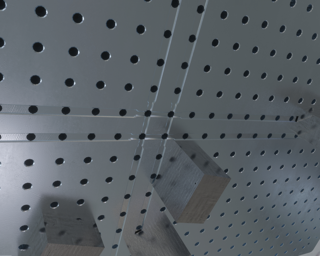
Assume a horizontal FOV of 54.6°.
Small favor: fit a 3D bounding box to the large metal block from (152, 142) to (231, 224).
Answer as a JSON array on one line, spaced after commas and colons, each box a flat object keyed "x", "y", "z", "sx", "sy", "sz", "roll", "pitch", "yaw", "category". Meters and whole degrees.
[{"x": 0.042, "y": 0.078, "z": 0.446, "sx": 0.050, "sy": 0.080, "sz": 0.080, "roll": 15, "pitch": 111, "yaw": -34, "category": "large metal block"}]

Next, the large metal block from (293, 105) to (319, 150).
[{"x": 0.297, "y": 0.000, "z": 0.537, "sx": 0.081, "sy": 0.080, "sz": 0.050, "roll": -9, "pitch": 123, "yaw": -24, "category": "large metal block"}]

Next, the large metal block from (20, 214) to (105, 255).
[{"x": -0.136, "y": 0.172, "z": 0.426, "sx": 0.080, "sy": 0.050, "sz": 0.080, "roll": 22, "pitch": 107, "yaw": -36, "category": "large metal block"}]

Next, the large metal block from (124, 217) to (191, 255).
[{"x": -0.001, "y": 0.206, "z": 0.501, "sx": 0.080, "sy": 0.080, "sz": 0.050, "roll": -23, "pitch": 127, "yaw": -14, "category": "large metal block"}]
